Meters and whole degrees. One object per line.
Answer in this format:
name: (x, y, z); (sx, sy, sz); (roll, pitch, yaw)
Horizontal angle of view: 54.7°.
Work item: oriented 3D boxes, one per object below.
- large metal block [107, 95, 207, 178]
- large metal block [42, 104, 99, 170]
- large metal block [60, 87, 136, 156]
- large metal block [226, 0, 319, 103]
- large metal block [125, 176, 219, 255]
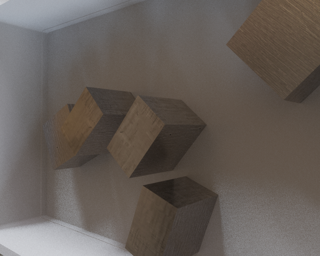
large metal block: (-0.004, 0.010, 0.374); (0.050, 0.081, 0.080); (48, 119, 29)
large metal block: (-0.141, 0.015, 0.508); (0.080, 0.050, 0.080); (-31, 71, 35)
large metal block: (-0.078, -0.008, 0.436); (0.080, 0.081, 0.050); (-51, 60, 28)
large metal block: (0.125, -0.081, 0.288); (0.080, 0.050, 0.080); (-51, 60, 28)
large metal block: (0.015, 0.108, 0.359); (0.050, 0.081, 0.079); (26, 106, 37)
